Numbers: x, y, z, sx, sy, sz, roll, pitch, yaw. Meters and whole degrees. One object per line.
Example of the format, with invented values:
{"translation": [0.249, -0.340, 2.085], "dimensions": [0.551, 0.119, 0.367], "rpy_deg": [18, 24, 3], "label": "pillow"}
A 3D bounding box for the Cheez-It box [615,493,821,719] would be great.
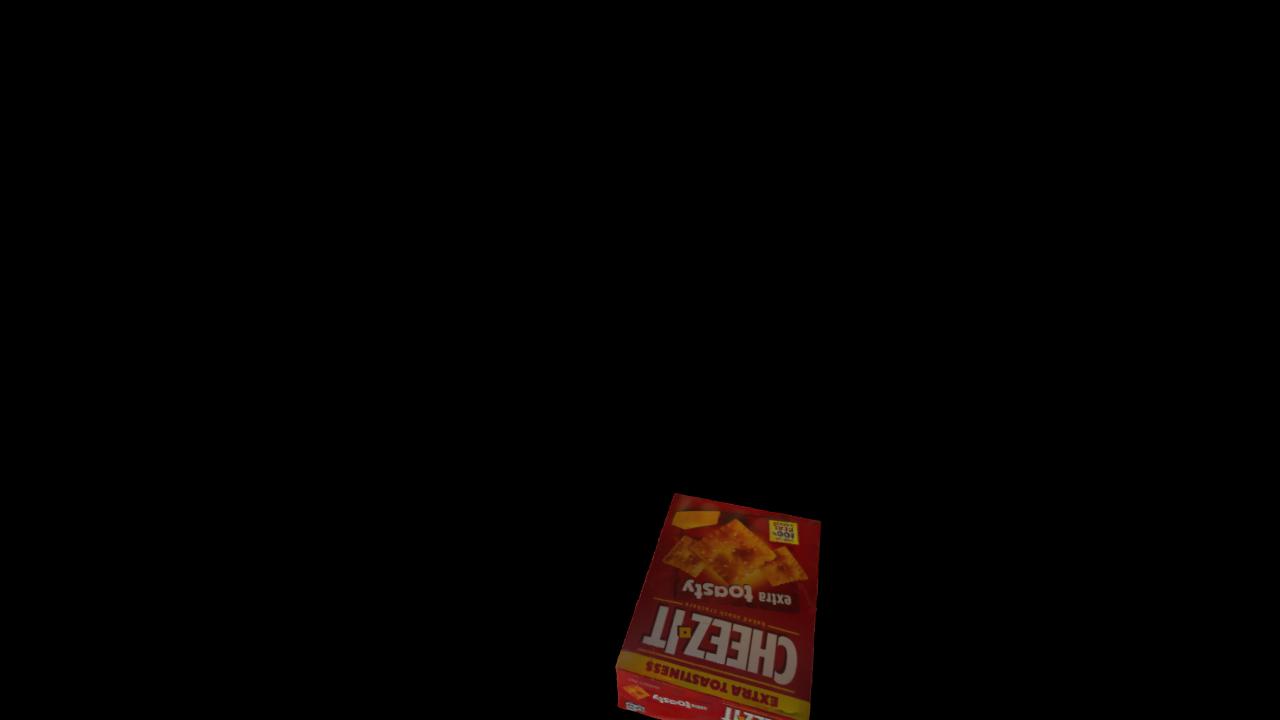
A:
{"translation": [0.085, 0.242, 0.605], "dimensions": [0.166, 0.071, 0.223], "rpy_deg": [8, 34, 14], "label": "Cheez-It box"}
